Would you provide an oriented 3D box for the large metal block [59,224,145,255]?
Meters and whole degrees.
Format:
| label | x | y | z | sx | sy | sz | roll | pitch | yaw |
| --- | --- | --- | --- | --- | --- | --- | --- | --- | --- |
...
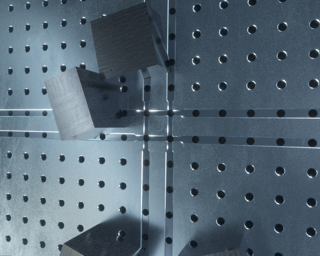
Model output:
| label | x | y | z | sx | sy | sz | roll | pitch | yaw |
| --- | --- | --- | --- | --- | --- | --- | --- | --- | --- |
| large metal block | -0.079 | 0.180 | 0.412 | 0.080 | 0.080 | 0.050 | 22 | 97 | 19 |

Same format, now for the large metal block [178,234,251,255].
| label | x | y | z | sx | sy | sz | roll | pitch | yaw |
| --- | --- | --- | --- | --- | --- | --- | --- | --- | --- |
| large metal block | 0.073 | 0.183 | 0.374 | 0.080 | 0.050 | 0.080 | -20 | 84 | 19 |

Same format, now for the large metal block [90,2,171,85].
| label | x | y | z | sx | sy | sz | roll | pitch | yaw |
| --- | --- | --- | --- | --- | --- | --- | --- | --- | --- |
| large metal block | -0.038 | -0.108 | 0.413 | 0.080 | 0.050 | 0.080 | -12 | 86 | 19 |

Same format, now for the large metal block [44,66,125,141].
| label | x | y | z | sx | sy | sz | roll | pitch | yaw |
| --- | --- | --- | --- | --- | --- | --- | --- | --- | --- |
| large metal block | -0.099 | -0.030 | 0.419 | 0.050 | 0.080 | 0.080 | -21 | 83 | 19 |
